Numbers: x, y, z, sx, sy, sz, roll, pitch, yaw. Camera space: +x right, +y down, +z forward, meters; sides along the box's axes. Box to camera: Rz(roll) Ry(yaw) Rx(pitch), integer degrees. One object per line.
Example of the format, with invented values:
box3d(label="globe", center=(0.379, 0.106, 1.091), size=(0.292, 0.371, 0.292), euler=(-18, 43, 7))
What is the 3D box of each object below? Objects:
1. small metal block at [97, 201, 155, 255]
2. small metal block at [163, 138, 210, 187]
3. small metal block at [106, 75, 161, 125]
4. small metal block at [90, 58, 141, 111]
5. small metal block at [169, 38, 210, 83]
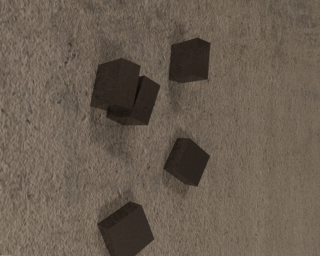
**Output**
box3d(label="small metal block", center=(-0.040, 0.125, 0.373), size=(0.050, 0.025, 0.050), euler=(-30, 109, -36))
box3d(label="small metal block", center=(0.039, 0.048, 0.440), size=(0.050, 0.025, 0.050), euler=(40, 66, -33))
box3d(label="small metal block", center=(-0.032, -0.031, 0.364), size=(0.025, 0.050, 0.050), euler=(28, 73, -37))
box3d(label="small metal block", center=(-0.051, -0.047, 0.347), size=(0.025, 0.050, 0.050), euler=(16, 80, -39))
box3d(label="small metal block", center=(0.040, -0.091, 0.424), size=(0.025, 0.050, 0.050), euler=(8, 85, -40))
